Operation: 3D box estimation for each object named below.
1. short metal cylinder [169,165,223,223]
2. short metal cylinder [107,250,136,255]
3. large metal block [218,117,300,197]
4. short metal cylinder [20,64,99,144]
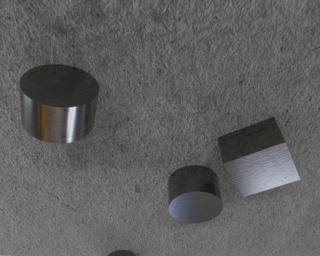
[{"bbox_3d":[0.053,0.103,0.479,0.081,0.050,0.079,0,130,0],"label":"short metal cylinder"},{"bbox_3d":[-0.077,0.295,0.622,0.080,0.080,0.050,-3,130,2],"label":"short metal cylinder"},{"bbox_3d":[0.136,0.042,0.428,0.080,0.050,0.080,-23,127,18],"label":"large metal block"},{"bbox_3d":[-0.111,-0.028,0.346,0.081,0.080,0.050,11,129,-9],"label":"short metal cylinder"}]
